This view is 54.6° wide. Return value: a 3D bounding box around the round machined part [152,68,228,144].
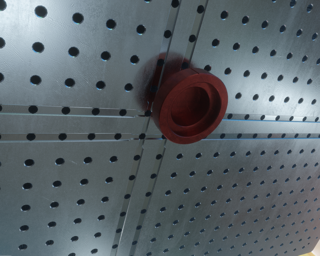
[{"bbox_3d":[0.035,-0.031,0.399,0.099,0.042,0.097,-14,124,-21],"label":"round machined part"}]
